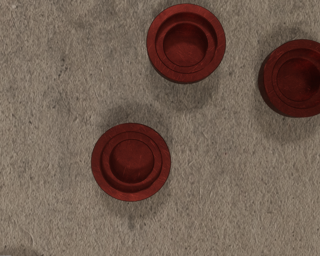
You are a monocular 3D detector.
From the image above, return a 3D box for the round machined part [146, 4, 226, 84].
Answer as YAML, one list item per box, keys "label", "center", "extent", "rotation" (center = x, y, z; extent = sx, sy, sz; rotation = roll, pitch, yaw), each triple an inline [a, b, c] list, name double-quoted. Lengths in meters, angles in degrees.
- label: "round machined part"
  center: [0.032, -0.105, 0.402]
  extent: [0.099, 0.042, 0.097]
  rotation: [0, 90, -1]

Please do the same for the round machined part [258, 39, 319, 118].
- label: "round machined part"
  center: [0.177, -0.062, 0.404]
  extent: [0.099, 0.042, 0.097]
  rotation: [0, 90, -1]

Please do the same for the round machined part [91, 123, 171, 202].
- label: "round machined part"
  center: [-0.036, 0.042, 0.401]
  extent: [0.099, 0.042, 0.097]
  rotation: [0, 90, -1]
